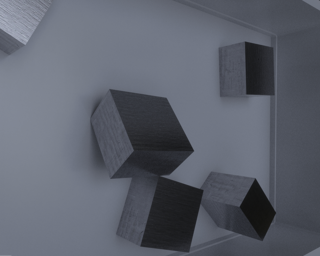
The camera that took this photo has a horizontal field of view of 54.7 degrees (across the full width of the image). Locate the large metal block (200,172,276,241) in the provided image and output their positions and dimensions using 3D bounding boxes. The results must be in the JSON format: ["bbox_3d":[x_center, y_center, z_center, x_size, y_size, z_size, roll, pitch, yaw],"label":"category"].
[{"bbox_3d":[0.114,0.115,0.466,0.050,0.080,0.080,-51,120,-28],"label":"large metal block"}]

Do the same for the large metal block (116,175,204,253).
[{"bbox_3d":[0.002,0.106,0.392,0.080,0.050,0.080,25,75,-37],"label":"large metal block"}]

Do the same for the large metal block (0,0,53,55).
[{"bbox_3d":[-0.143,-0.124,0.270,0.080,0.050,0.080,35,69,-35],"label":"large metal block"}]

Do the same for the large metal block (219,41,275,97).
[{"bbox_3d":[0.143,-0.092,0.510,0.081,0.050,0.079,-4,93,-40],"label":"large metal block"}]

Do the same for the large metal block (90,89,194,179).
[{"bbox_3d":[-0.021,0.007,0.347,0.081,0.050,0.080,4,49,-40],"label":"large metal block"}]
